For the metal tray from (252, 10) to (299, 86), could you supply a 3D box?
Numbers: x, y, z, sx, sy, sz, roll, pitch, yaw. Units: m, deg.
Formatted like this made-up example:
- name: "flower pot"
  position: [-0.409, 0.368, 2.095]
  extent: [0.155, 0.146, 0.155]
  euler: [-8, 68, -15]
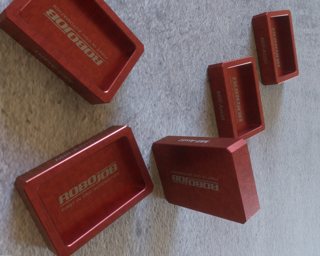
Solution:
- name: "metal tray"
  position: [0.223, -0.154, 0.591]
  extent: [0.091, 0.030, 0.129]
  euler: [-22, 104, -38]

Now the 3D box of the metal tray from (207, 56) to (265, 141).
- name: "metal tray"
  position: [0.129, -0.047, 0.511]
  extent: [0.091, 0.030, 0.129]
  euler: [-20, 103, -38]

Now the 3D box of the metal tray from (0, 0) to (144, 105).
- name: "metal tray"
  position: [-0.086, -0.098, 0.330]
  extent: [0.130, 0.030, 0.090]
  euler: [44, 64, -32]

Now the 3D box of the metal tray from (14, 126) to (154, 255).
- name: "metal tray"
  position: [-0.075, 0.063, 0.340]
  extent: [0.131, 0.030, 0.090]
  euler: [-32, 110, -36]

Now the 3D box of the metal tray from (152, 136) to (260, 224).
- name: "metal tray"
  position: [0.051, 0.058, 0.382]
  extent: [0.030, 0.130, 0.089]
  euler: [-25, 106, -38]
